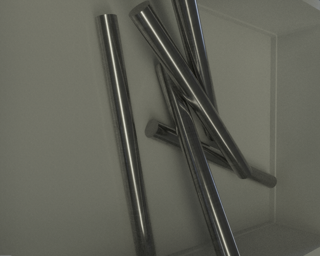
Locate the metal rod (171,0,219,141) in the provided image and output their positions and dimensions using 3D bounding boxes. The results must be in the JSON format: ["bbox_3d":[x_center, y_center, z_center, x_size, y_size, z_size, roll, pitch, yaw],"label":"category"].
[{"bbox_3d":[0.045,-0.082,0.370,0.025,0.025,0.299,-55,145,-26],"label":"metal rod"}]

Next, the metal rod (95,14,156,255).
[{"bbox_3d":[-0.039,0.019,0.373,0.025,0.025,0.298,-15,100,-39],"label":"metal rod"}]

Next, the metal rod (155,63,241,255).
[{"bbox_3d":[0.048,0.053,0.367,0.025,0.025,0.299,-1,66,-40],"label":"metal rod"}]

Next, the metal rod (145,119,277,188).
[{"bbox_3d":[0.098,0.051,0.488,0.302,0.025,0.025,25,75,-37],"label":"metal rod"}]

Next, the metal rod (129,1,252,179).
[{"bbox_3d":[0.056,-0.025,0.398,0.300,0.025,0.025,51,60,-36],"label":"metal rod"}]
